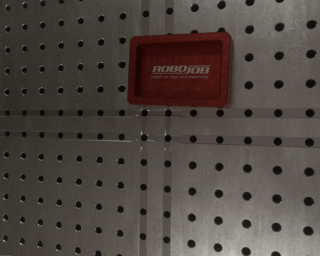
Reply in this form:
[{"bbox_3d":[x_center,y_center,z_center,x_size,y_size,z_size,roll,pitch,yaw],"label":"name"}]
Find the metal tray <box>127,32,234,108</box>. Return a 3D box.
[{"bbox_3d":[0.025,-0.073,0.400,0.130,0.030,0.089,3,91,19],"label":"metal tray"}]
